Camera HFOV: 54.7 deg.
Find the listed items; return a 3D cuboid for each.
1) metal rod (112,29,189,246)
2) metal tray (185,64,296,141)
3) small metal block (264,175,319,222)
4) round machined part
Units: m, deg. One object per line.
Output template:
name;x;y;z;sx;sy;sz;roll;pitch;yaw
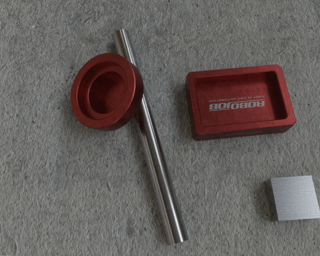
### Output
metal rod;-0.018;-0.002;0.408;0.025;0.025;0.299;-15;71;-5
metal tray;0.105;-0.035;0.418;0.131;0.030;0.090;-5;70;-2
small metal block;0.160;0.086;0.378;0.050;0.025;0.050;-4;70;-2
round machined part;-0.064;-0.043;0.401;0.098;0.042;0.098;-6;77;25
